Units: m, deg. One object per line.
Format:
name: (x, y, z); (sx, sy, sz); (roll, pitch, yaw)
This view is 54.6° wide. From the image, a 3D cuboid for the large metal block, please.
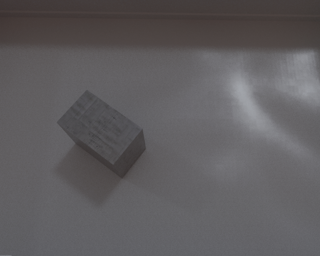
large metal block: (-0.066, 0.011, 0.376); (0.080, 0.080, 0.050); (35, 74, 12)
